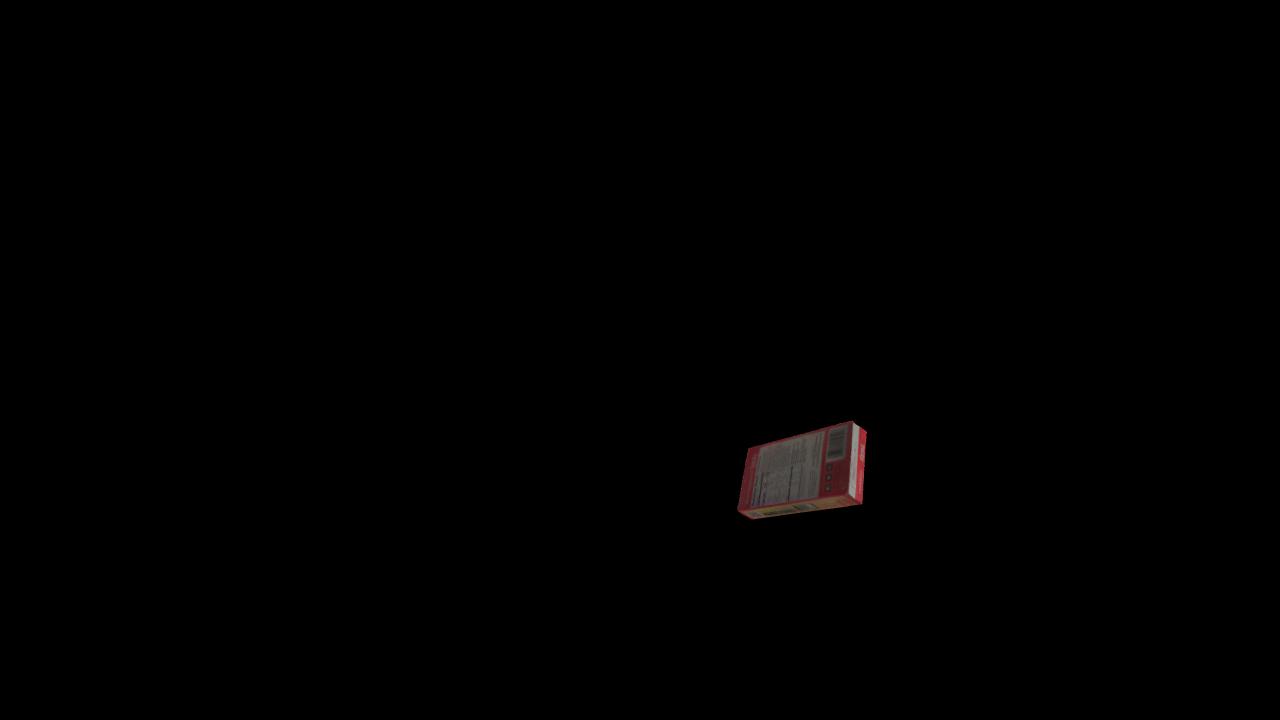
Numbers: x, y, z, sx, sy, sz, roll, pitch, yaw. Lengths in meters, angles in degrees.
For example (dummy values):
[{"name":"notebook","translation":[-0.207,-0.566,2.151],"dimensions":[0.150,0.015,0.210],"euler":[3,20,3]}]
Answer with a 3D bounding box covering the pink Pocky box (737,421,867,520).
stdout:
[{"name":"pink Pocky box","translation":[0.175,0.125,0.678],"dimensions":[0.029,0.084,0.155],"euler":[32,-35,-24]}]
